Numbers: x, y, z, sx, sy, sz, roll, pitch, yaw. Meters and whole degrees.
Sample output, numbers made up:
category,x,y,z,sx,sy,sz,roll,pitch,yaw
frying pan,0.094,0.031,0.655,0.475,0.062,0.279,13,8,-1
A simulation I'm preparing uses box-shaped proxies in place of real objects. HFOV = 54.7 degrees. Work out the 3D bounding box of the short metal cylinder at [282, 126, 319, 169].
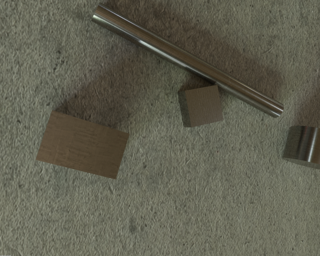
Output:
category,x,y,z,sx,sy,sz,roll,pitch,yaw
short metal cylinder,0.233,0.032,0.468,0.081,0.080,0.050,18,84,-20

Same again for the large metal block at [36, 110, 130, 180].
category,x,y,z,sx,sy,sz,roll,pitch,yaw
large metal block,-0.089,0.018,0.347,0.081,0.080,0.050,18,84,-20

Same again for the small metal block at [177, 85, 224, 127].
category,x,y,z,sx,sy,sz,roll,pitch,yaw
small metal block,0.056,-0.030,0.431,0.050,0.025,0.050,-12,94,-20

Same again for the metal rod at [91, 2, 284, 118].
category,x,y,z,sx,sy,sz,roll,pitch,yaw
metal rod,0.051,-0.085,0.428,0.302,0.025,0.025,24,82,-19
